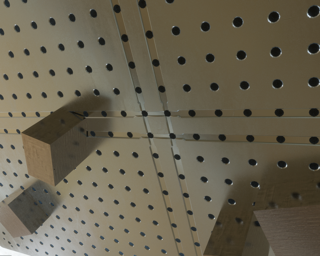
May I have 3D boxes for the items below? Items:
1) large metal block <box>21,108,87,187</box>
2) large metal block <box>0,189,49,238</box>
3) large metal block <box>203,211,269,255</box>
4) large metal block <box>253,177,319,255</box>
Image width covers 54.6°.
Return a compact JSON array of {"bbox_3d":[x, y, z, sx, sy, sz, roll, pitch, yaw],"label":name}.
[{"bbox_3d":[-0.158,0.028,0.477,0.050,0.080,0.079,20,126,17],"label":"large metal block"},{"bbox_3d":[-0.304,0.187,0.673,0.080,0.050,0.080,-22,107,36],"label":"large metal block"},{"bbox_3d":[0.108,0.173,0.426,0.050,0.080,0.080,-11,113,33],"label":"large metal block"},{"bbox_3d":[0.170,0.110,0.373,0.080,0.050,0.080,-17,109,35],"label":"large metal block"}]
